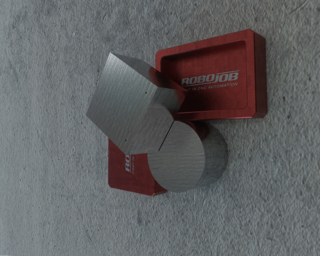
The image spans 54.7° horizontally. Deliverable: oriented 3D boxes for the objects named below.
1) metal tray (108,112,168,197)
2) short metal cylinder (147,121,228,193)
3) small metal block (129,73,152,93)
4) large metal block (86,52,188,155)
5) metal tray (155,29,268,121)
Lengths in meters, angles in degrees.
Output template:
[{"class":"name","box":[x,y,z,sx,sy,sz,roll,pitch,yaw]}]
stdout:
[{"class":"metal tray","box":[-0.031,0.022,0.430,0.090,0.030,0.129,1,91,40]},{"class":"short metal cylinder","box":[0.032,0.032,0.363,0.080,0.050,0.080,0,90,40]},{"class":"small metal block","box":[-0.023,-0.055,0.409,0.050,0.050,0.025,1,91,40]},{"class":"large metal block","box":[-0.028,-0.027,0.346,0.080,0.050,0.079,40,114,32]},{"class":"metal tray","box":[0.054,-0.054,0.359,0.130,0.030,0.089,-2,89,40]}]
